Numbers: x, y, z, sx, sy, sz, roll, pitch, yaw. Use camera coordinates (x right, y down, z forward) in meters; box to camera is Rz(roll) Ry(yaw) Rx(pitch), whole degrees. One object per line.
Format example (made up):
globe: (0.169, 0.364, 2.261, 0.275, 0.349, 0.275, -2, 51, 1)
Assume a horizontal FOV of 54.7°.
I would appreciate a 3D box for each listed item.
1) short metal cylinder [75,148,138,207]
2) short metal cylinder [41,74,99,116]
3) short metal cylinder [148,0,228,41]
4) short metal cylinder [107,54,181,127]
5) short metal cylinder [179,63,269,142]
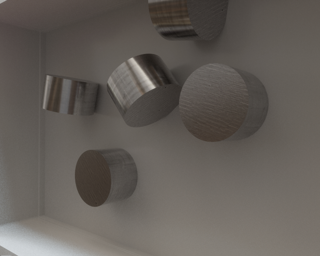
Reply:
short metal cylinder: (-0.079, 0.070, 0.454, 0.080, 0.050, 0.079, 0, 90, 39)
short metal cylinder: (-0.140, -0.052, 0.484, 0.080, 0.081, 0.050, 18, 101, 38)
short metal cylinder: (0.033, -0.138, 0.342, 0.050, 0.081, 0.079, 12, 98, 39)
short metal cylinder: (-0.018, -0.045, 0.384, 0.080, 0.081, 0.050, -46, 63, 30)
short metal cylinder: (0.068, -0.026, 0.333, 0.080, 0.050, 0.079, 0, 90, 39)
